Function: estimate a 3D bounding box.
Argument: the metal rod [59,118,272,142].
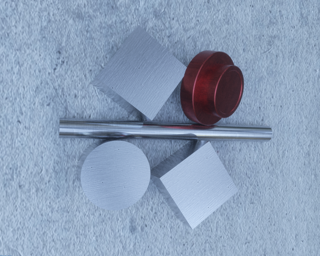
[{"bbox_3d":[0.022,0.004,0.420,0.303,0.025,0.025,2,90,-21],"label":"metal rod"}]

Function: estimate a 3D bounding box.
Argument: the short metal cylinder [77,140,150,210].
[{"bbox_3d":[-0.058,0.054,0.376,0.081,0.050,0.079,0,90,-21],"label":"short metal cylinder"}]

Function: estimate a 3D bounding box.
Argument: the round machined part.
[{"bbox_3d":[0.074,-0.050,0.405,0.099,0.042,0.097,-21,119,-42],"label":"round machined part"}]

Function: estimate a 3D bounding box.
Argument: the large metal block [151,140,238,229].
[{"bbox_3d":[0.043,0.072,0.414,0.080,0.050,0.080,-35,102,-17],"label":"large metal block"}]

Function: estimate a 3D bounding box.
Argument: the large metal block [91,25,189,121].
[{"bbox_3d":[-0.026,-0.064,0.386,0.080,0.050,0.080,38,78,-16],"label":"large metal block"}]
